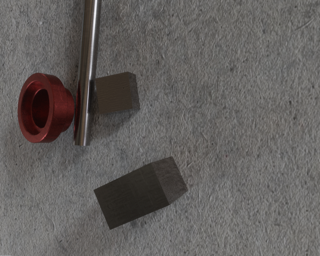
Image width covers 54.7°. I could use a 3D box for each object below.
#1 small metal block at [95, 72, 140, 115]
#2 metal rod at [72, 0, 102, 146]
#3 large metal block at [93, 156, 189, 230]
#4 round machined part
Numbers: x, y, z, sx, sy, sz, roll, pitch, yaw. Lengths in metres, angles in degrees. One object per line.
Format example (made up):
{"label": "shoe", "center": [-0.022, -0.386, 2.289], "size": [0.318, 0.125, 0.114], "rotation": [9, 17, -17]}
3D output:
{"label": "small metal block", "center": [-0.058, -0.047, 0.428], "size": [0.050, 0.025, 0.050], "rotation": [-8, 87, 19]}
{"label": "metal rod", "center": [-0.101, -0.124, 0.443], "size": [0.025, 0.025, 0.298], "rotation": [6, 92, 19]}
{"label": "large metal block", "center": [-0.020, 0.078, 0.386], "size": [0.080, 0.080, 0.050], "rotation": [-27, 81, 17]}
{"label": "round machined part", "center": [-0.160, -0.027, 0.444], "size": [0.098, 0.042, 0.097], "rotation": [-2, 87, 39]}
